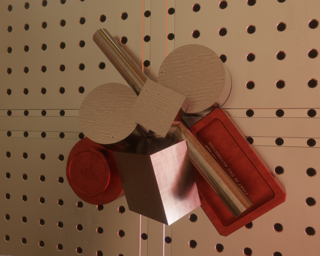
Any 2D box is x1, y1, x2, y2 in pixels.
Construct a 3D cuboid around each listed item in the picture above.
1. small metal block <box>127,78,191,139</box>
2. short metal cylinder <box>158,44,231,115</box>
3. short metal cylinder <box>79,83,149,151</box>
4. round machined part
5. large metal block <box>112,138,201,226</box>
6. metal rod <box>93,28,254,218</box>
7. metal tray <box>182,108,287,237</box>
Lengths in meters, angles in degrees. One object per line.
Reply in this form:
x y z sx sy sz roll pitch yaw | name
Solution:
-0.001 -0.021 0.353 0.050 0.025 0.050 28 91 18 | small metal block
0.044 -0.057 0.380 0.080 0.050 0.079 0 90 20 | short metal cylinder
-0.057 -0.012 0.404 0.080 0.050 0.080 -3 73 10 | short metal cylinder
-0.090 0.059 0.430 0.098 0.042 0.097 0 90 19 | round machined part
-0.005 0.059 0.369 0.080 0.050 0.080 -1 107 53 | large metal block
0.003 -0.022 0.381 0.025 0.025 0.300 -45 67 14 | metal rod
0.077 0.052 0.379 0.090 0.030 0.130 -38 78 16 | metal tray
